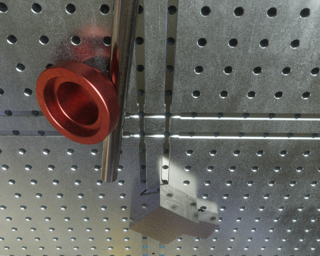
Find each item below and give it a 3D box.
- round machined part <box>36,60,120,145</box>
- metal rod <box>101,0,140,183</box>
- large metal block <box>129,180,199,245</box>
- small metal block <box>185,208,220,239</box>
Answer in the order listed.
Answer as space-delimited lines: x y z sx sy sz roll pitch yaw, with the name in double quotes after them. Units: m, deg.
-0.088 -0.032 0.356 0.098 0.042 0.097 15 128 20 "round machined part"
-0.052 -0.038 0.378 0.025 0.025 0.298 7 130 -7 "metal rod"
0.006 0.143 0.517 0.080 0.050 0.080 32 123 -25 "large metal block"
0.072 0.173 0.560 0.050 0.025 0.050 18 128 -16 "small metal block"
